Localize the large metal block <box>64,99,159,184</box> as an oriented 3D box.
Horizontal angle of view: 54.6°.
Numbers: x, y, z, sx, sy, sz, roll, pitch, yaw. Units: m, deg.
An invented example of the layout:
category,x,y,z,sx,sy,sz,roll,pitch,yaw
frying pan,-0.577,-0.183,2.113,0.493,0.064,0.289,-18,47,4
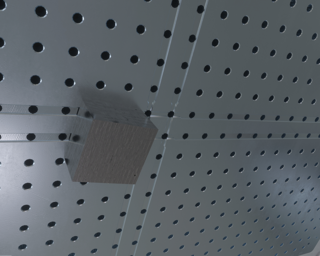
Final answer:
category,x,y,z,sx,sy,sz,roll,pitch,yaw
large metal block,-0.060,0.019,0.373,0.081,0.050,0.080,10,114,-33
